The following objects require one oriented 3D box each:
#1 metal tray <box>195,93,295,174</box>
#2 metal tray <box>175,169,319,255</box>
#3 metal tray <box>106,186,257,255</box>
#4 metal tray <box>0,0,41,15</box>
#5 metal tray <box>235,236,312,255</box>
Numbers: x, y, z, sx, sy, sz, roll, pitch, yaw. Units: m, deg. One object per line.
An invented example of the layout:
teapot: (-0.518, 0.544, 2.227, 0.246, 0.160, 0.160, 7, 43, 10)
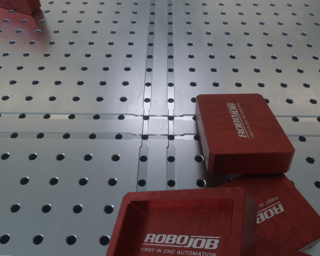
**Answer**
metal tray: (0.096, 0.001, 0.382, 0.090, 0.030, 0.130, -1, 34, -1)
metal tray: (0.090, 0.100, 0.321, 0.131, 0.030, 0.090, -20, 53, -16)
metal tray: (0.014, 0.101, 0.272, 0.130, 0.030, 0.090, -11, 49, 33)
metal tray: (-0.303, -0.280, 0.599, 0.130, 0.090, 0.030, 19, 53, 15)
metal tray: (0.091, 0.162, 0.243, 0.090, 0.030, 0.130, 20, 63, 3)
